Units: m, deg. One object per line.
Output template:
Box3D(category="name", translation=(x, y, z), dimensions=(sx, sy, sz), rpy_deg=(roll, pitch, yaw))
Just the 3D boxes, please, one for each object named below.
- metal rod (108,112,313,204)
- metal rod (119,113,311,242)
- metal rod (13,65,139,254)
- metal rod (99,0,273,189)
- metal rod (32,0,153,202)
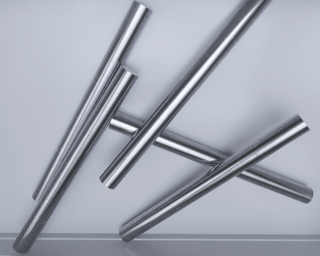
Box3D(category="metal rod", translation=(0.075, 0.044, 0.428), dimensions=(0.302, 0.025, 0.025), rpy_deg=(21, 109, -8))
Box3D(category="metal rod", translation=(0.058, 0.077, 0.418), dimensions=(0.299, 0.025, 0.025), rpy_deg=(-37, 107, 21))
Box3D(category="metal rod", translation=(-0.117, 0.051, 0.406), dimensions=(0.025, 0.025, 0.299), rpy_deg=(31, 105, -11))
Box3D(category="metal rod", translation=(0.027, -0.043, 0.377), dimensions=(0.025, 0.025, 0.299), rpy_deg=(38, 99, -13))
Box3D(category="metal rod", translation=(-0.095, -0.021, 0.402), dimensions=(0.025, 0.025, 0.298), rpy_deg=(29, 107, -11))
